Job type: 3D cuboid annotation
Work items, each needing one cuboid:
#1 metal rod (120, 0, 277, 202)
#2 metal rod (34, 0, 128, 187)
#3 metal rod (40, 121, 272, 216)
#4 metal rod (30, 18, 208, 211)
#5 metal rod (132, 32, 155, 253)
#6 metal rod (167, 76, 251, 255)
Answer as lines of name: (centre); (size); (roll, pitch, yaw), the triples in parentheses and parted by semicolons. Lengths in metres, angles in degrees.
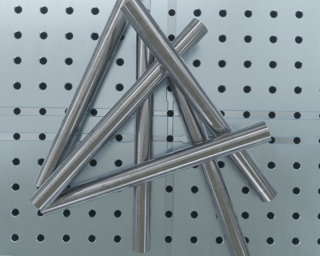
metal rod: (0.055, -0.024, 0.379); (0.025, 0.025, 0.300); (-38, 104, 0)
metal rod: (-0.093, -0.059, 0.412); (0.025, 0.025, 0.299); (24, 90, 0)
metal rod: (-0.015, 0.054, 0.385); (0.301, 0.025, 0.025); (-20, 90, 11)
metal rod: (-0.051, -0.017, 0.387); (0.025, 0.025, 0.300); (42, 90, 0)
metal rod: (-0.022, 0.012, 0.413); (0.025, 0.025, 0.298); (1, 90, 0)
metal rod: (0.060, 0.036, 0.413); (0.025, 0.025, 0.299); (-20, 90, 0)
